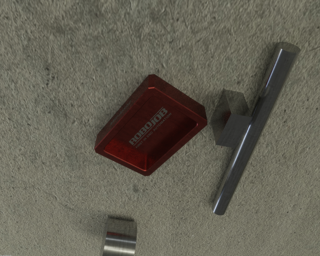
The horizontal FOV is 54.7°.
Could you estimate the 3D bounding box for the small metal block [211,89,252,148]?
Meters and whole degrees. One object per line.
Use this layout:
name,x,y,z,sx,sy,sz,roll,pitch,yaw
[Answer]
small metal block,0.086,-0.012,0.382,0.025,0.050,0.050,10,129,-9

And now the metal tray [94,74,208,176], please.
metal tray,-0.014,0.003,0.405,0.090,0.030,0.129,30,124,-24

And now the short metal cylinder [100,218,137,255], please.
short metal cylinder,-0.074,0.202,0.542,0.050,0.080,0.079,12,129,-10

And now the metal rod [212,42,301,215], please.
metal rod,0.120,0.025,0.430,0.025,0.025,0.298,6,130,-5
